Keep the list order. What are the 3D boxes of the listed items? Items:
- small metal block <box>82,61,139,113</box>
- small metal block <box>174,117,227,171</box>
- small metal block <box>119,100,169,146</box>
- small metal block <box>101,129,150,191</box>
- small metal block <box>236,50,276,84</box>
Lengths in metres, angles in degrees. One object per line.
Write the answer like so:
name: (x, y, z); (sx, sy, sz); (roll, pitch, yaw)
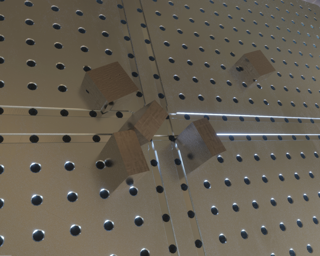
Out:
small metal block: (-0.065, -0.054, 0.406); (0.050, 0.025, 0.050); (-30, 78, -37)
small metal block: (0.051, 0.022, 0.406); (0.025, 0.050, 0.050); (-18, 71, -35)
small metal block: (-0.024, -0.002, 0.377); (0.025, 0.050, 0.050); (47, 49, -14)
small metal block: (-0.040, 0.037, 0.348); (0.025, 0.050, 0.050); (-10, 67, -32)
small metal block: (0.177, -0.113, 0.571); (0.050, 0.025, 0.050); (-22, 74, -36)
